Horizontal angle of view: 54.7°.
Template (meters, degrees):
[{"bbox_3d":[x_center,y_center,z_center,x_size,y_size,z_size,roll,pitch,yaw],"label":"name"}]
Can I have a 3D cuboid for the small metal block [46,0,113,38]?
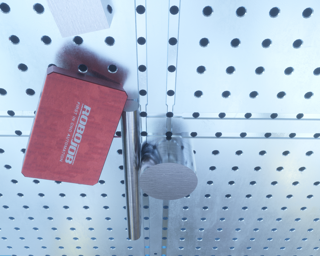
[{"bbox_3d":[-0.080,-0.122,0.307,0.050,0.025,0.050,-9,130,7],"label":"small metal block"}]

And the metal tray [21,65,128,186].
[{"bbox_3d":[-0.102,0.002,0.369,0.091,0.030,0.129,13,108,-25],"label":"metal tray"}]

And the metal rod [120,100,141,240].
[{"bbox_3d":[-0.043,0.086,0.483,0.025,0.025,0.298,1,130,-1],"label":"metal rod"}]

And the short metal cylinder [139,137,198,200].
[{"bbox_3d":[0.012,0.059,0.446,0.081,0.050,0.079,0,130,0],"label":"short metal cylinder"}]

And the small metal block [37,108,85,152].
[{"bbox_3d":[-0.125,0.002,0.396,0.050,0.050,0.025,-32,123,24],"label":"small metal block"}]
